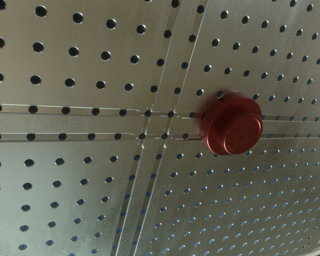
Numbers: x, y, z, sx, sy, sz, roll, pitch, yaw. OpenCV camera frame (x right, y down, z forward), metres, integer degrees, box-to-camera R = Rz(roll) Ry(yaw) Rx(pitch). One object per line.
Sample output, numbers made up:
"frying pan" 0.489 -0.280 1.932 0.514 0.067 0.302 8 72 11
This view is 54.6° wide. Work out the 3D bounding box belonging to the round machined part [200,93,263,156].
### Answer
"round machined part" 0.113 0.001 0.461 0.099 0.042 0.097 -14 124 -21
